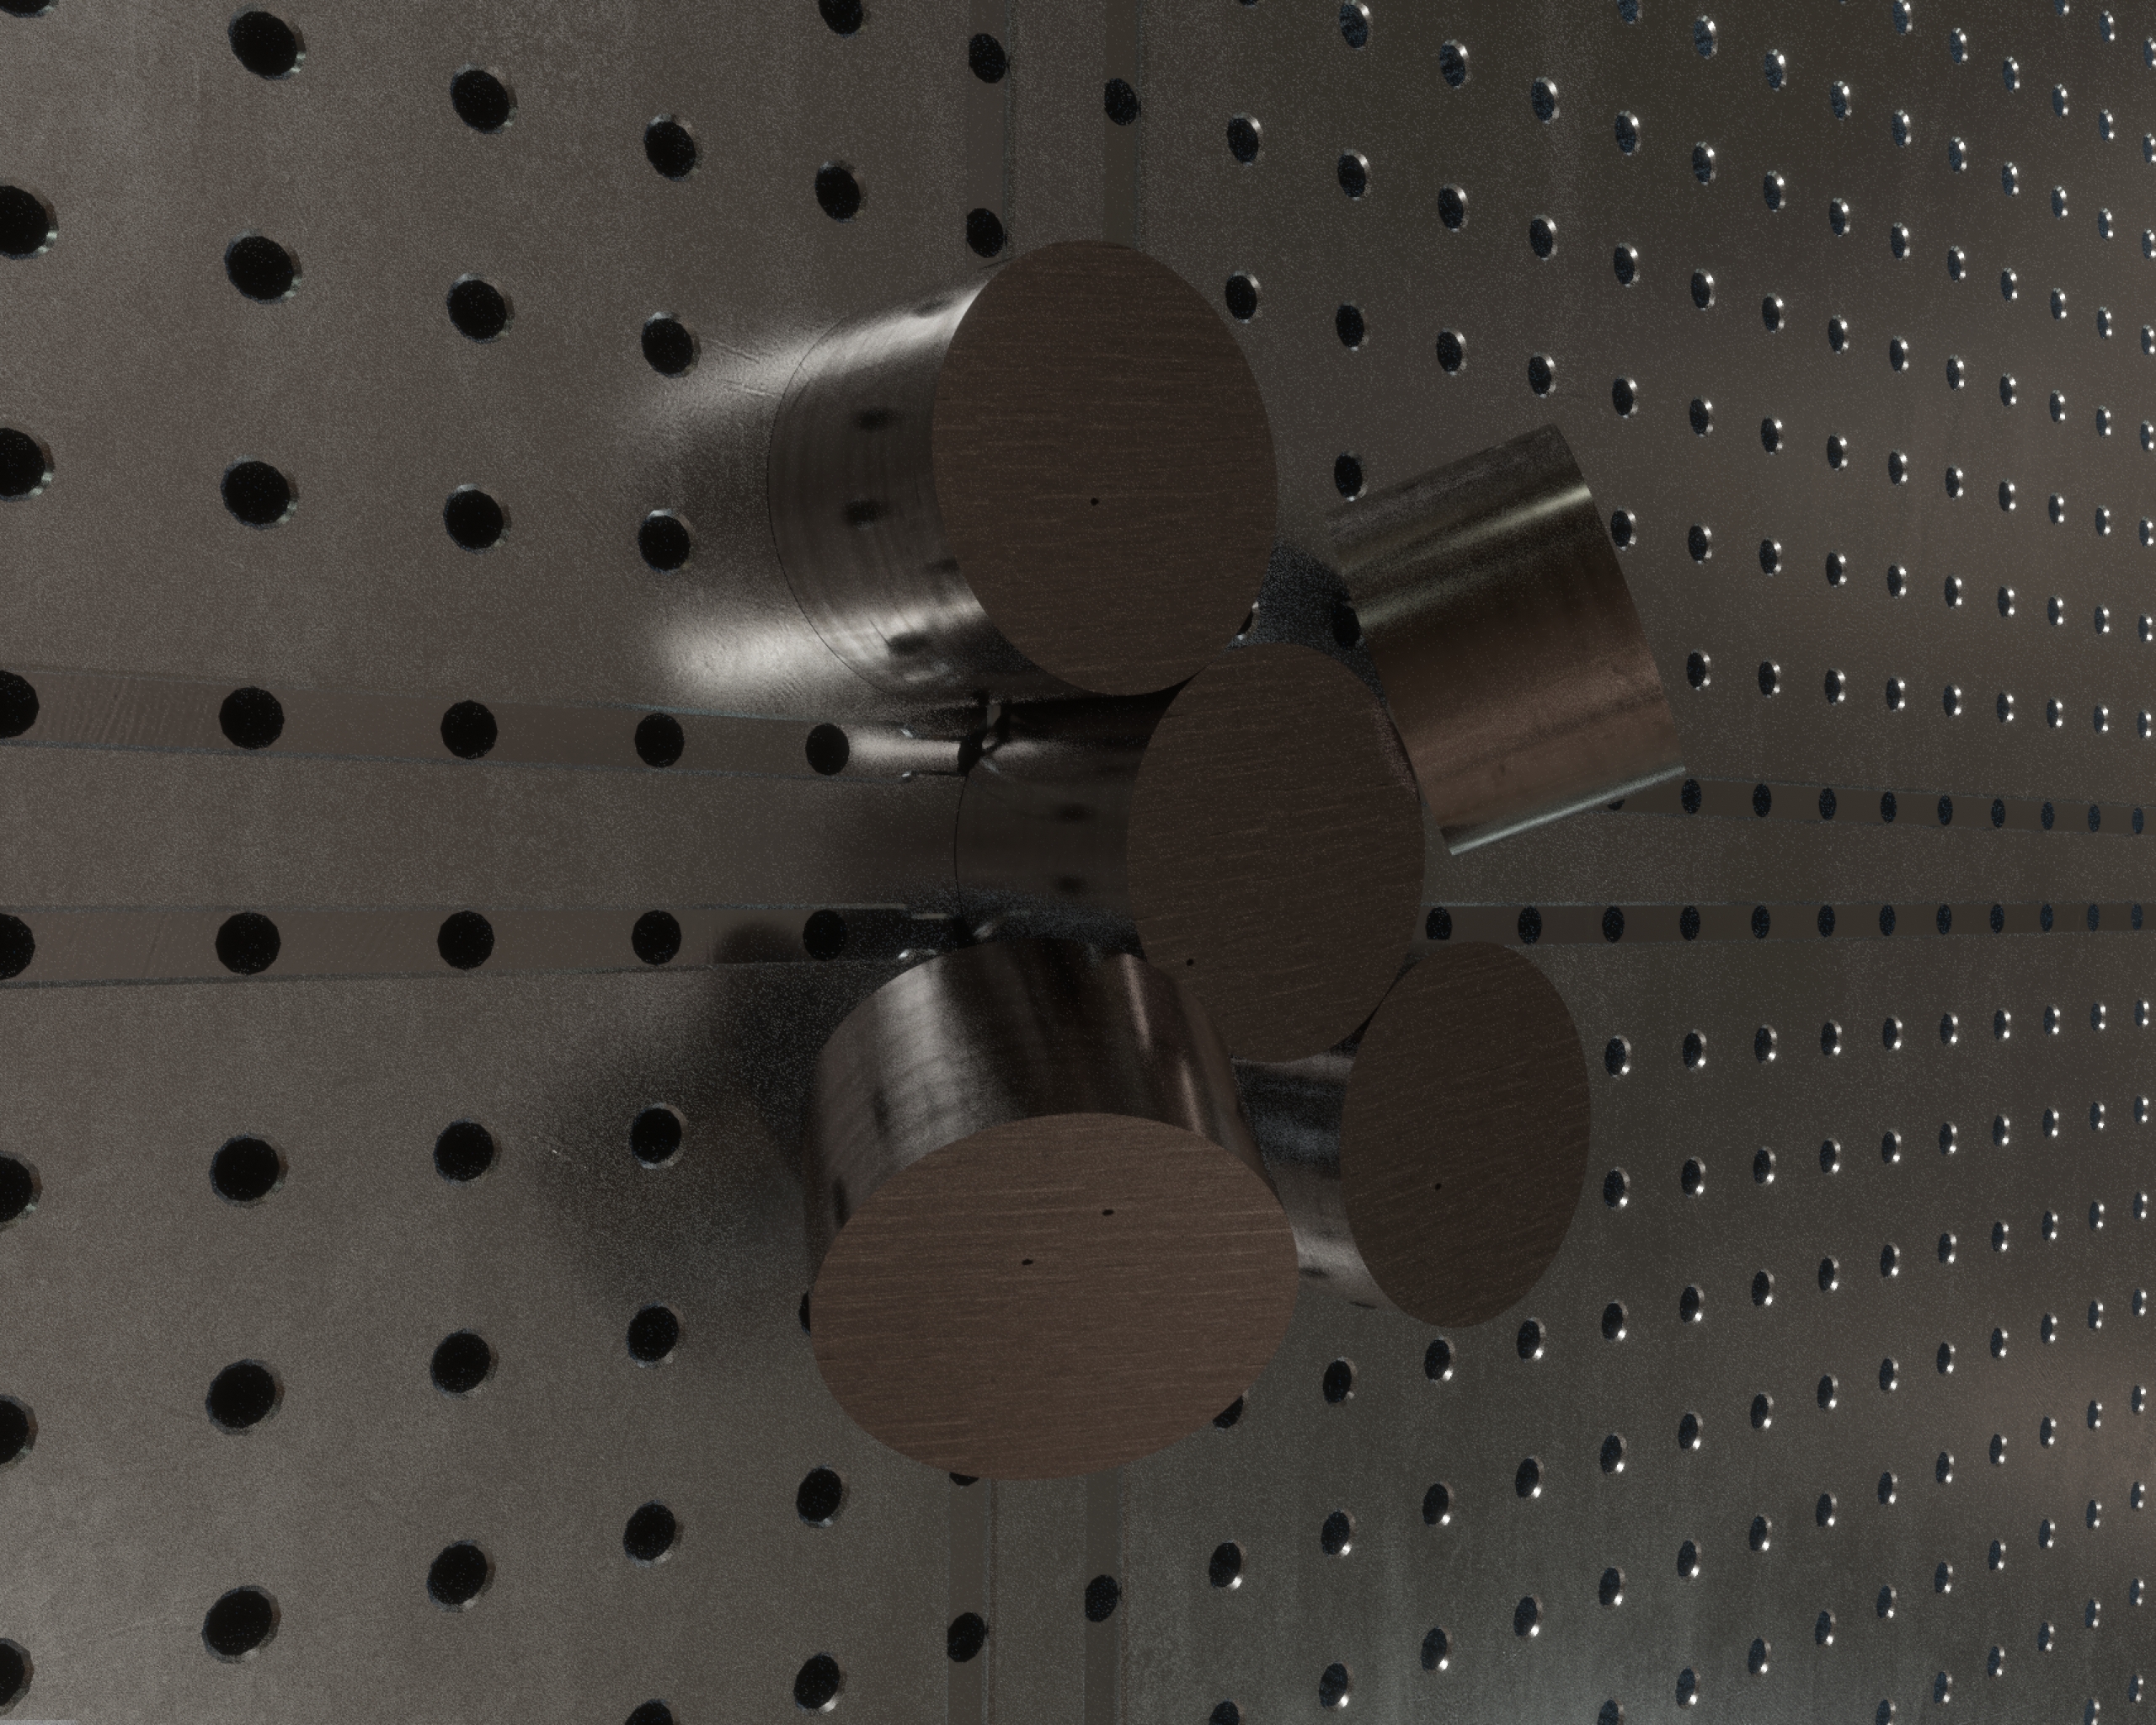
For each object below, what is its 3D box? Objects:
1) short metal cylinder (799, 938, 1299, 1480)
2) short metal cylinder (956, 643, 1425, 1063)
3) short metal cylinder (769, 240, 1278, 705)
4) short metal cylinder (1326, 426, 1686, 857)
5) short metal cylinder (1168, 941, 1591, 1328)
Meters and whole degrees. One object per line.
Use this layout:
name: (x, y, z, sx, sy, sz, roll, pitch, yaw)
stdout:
short metal cylinder: (-0.007, 0.060, 0.362, 0.081, 0.050, 0.079, -5, 121, -7)
short metal cylinder: (0.023, -0.002, 0.414, 0.081, 0.050, 0.079, 0, 90, -40)
short metal cylinder: (-0.009, -0.069, 0.386, 0.081, 0.050, 0.079, 0, 90, -40)
short metal cylinder: (0.091, -0.047, 0.445, 0.080, 0.050, 0.080, -21, 90, -78)
short metal cylinder: (0.065, 0.056, 0.450, 0.081, 0.050, 0.079, 0, 90, -40)
